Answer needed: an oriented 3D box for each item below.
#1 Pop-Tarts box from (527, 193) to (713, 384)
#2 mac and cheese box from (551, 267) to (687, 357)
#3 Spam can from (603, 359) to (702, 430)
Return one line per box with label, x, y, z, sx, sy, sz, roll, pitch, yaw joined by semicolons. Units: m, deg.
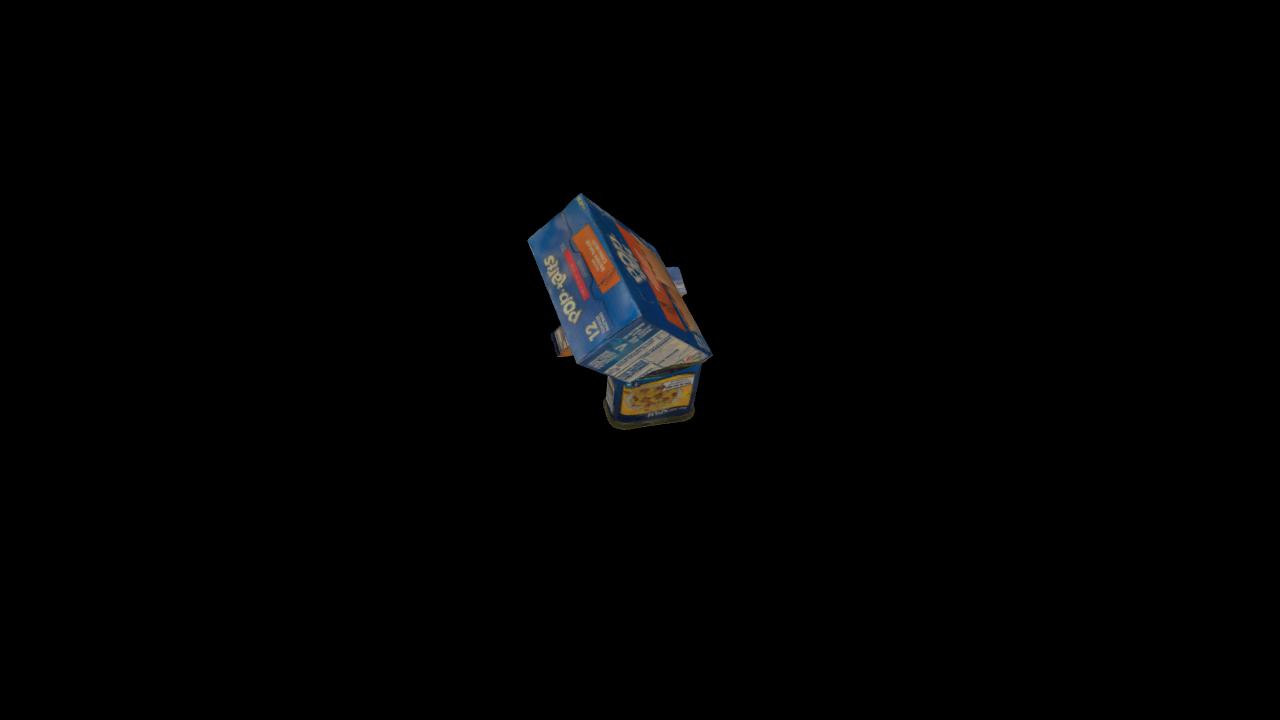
Pop-Tarts box;-0.020;-0.065;0.640;0.083;0.167;0.141;-38;-33;20
mac and cheese box;-0.032;-0.056;0.754;0.093;0.041;0.184;-11;-13;-33
Spam can;0.014;0.022;0.666;0.101;0.085;0.058;-7;42;-16
